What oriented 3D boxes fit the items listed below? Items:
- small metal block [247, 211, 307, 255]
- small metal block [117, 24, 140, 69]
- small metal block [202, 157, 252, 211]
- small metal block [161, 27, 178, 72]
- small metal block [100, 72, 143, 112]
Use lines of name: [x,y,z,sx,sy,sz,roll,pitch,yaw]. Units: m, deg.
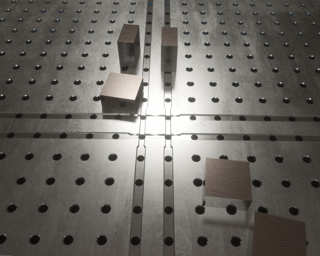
small metal block: [0.116,0.117,0.311,0.050,0.025,0.050,11,51,9]
small metal block: [-0.049,-0.132,0.502,0.025,0.050,0.050,6,50,4]
small metal block: [0.076,0.064,0.355,0.050,0.025,0.050,6,50,4]
small metal block: [0.015,-0.126,0.497,0.025,0.050,0.050,1,50,1]
small metal block: [-0.054,-0.053,0.451,0.050,0.025,0.050,9,51,7]
